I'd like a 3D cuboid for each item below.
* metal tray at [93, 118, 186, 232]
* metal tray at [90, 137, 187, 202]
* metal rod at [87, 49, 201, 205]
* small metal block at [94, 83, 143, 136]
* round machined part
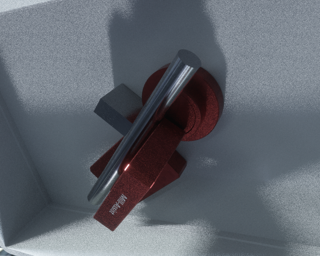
[{"bbox_3d":[-0.026,0.057,0.363,0.030,0.090,0.129,36,135,1],"label":"metal tray"},{"bbox_3d":[-0.036,0.057,0.456,0.090,0.030,0.129,46,129,-5],"label":"metal tray"},{"bbox_3d":[-0.037,0.023,0.389,0.025,0.025,0.298,38,133,2],"label":"metal rod"},{"bbox_3d":[-0.047,-0.024,0.399,0.050,0.050,0.025,39,129,1],"label":"small metal block"},{"bbox_3d":[0.022,-0.025,0.367,0.098,0.042,0.097,13,124,20],"label":"round machined part"}]
